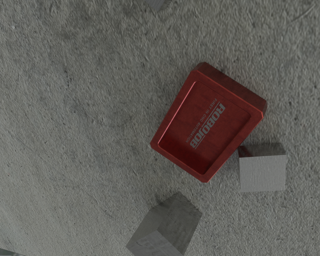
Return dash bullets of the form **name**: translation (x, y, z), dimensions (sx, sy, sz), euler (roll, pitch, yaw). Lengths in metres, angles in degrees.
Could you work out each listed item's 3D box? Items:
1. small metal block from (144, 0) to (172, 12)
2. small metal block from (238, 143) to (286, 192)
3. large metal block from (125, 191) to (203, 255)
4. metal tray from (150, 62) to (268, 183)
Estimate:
- **small metal block**: translation (-0.004, -0.156, 0.312), dimensions (0.050, 0.025, 0.050), euler (40, 129, 1)
- **small metal block**: translation (0.119, 0.047, 0.364), dimensions (0.050, 0.025, 0.050), euler (-5, 118, 10)
- **large metal block**: translation (0.007, 0.152, 0.462), dimensions (0.050, 0.080, 0.080), euler (46, 129, -4)
- **metal tray**: translation (0.053, -0.002, 0.374), dimensions (0.090, 0.030, 0.129), euler (34, 129, 5)
